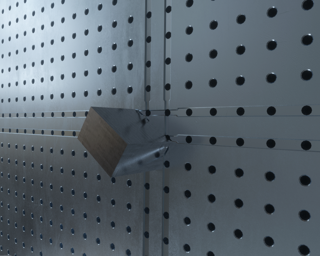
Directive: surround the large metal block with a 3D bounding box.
[{"bbox_3d":[-0.047,0.016,0.410,0.080,0.081,0.050,42,115,31],"label":"large metal block"}]
